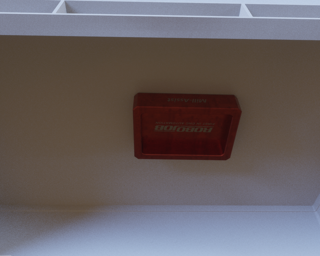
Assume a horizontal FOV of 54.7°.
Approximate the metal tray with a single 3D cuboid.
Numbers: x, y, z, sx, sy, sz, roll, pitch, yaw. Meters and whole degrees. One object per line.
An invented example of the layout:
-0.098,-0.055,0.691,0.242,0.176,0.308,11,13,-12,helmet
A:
0.032,0.000,0.406,0.131,0.030,0.089,1,130,-2,metal tray
